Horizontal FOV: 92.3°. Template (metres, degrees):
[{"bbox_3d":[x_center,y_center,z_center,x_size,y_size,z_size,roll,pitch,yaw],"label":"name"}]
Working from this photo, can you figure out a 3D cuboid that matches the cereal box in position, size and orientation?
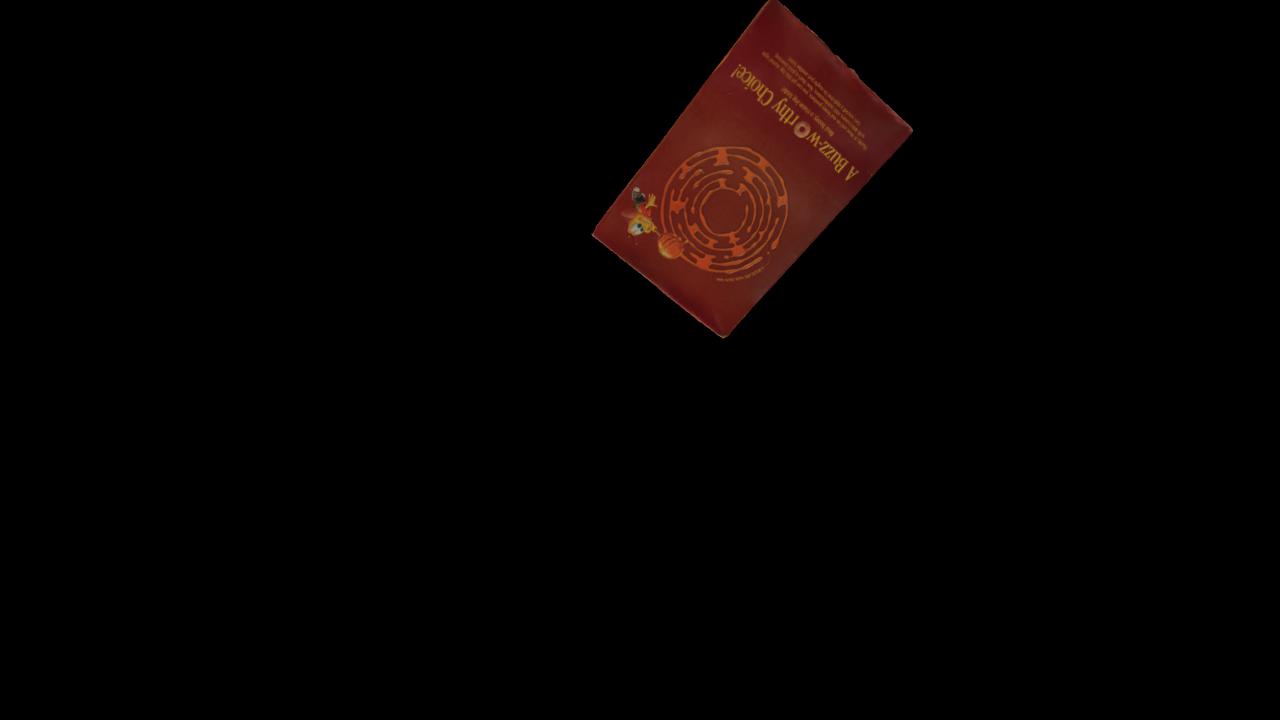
[{"bbox_3d":[0.115,-0.200,0.694,0.203,0.306,0.081,36,20,-11],"label":"cereal box"}]
